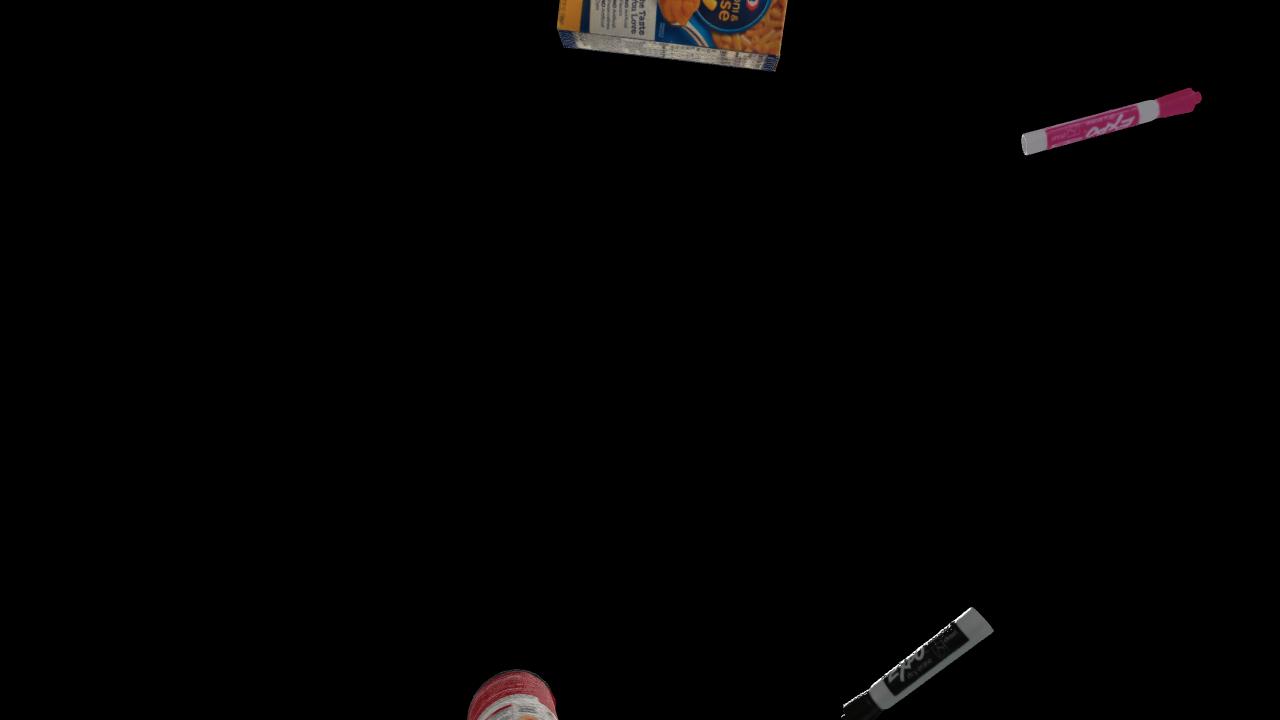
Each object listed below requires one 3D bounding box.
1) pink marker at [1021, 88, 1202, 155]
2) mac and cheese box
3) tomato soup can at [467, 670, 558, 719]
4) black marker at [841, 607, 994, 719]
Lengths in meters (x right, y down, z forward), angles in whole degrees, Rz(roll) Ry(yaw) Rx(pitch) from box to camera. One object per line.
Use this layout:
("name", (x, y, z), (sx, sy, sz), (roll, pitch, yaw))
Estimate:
("pink marker", (0.386, -0.196, 0.508), (0.121, 0.020, 0.020), (-11, -4, 22))
("mac and cheese box", (0.028, -0.300, 0.507), (0.184, 0.093, 0.041), (7, 3, 2))
("tomato soup can", (-0.087, 0.272, 0.433), (0.068, 0.068, 0.101), (0, -5, -15))
("black marker", (0.187, 0.214, 0.422), (0.121, 0.020, 0.020), (-44, -10, 11))
